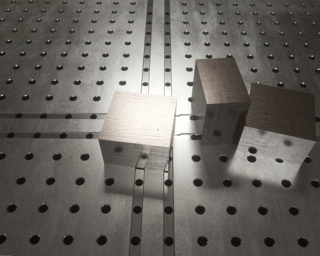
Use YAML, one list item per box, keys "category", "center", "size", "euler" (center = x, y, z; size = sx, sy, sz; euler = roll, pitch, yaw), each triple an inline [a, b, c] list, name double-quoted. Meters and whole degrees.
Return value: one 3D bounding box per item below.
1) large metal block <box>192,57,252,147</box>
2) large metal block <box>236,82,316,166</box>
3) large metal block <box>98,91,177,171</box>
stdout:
- category: "large metal block"
  center: [0.074, -0.033, 0.401]
  size: [0.050, 0.080, 0.080]
  euler: [-4, 50, -3]
- category: "large metal block"
  center: [0.149, -0.007, 0.399]
  size: [0.080, 0.050, 0.080]
  euler: [13, 51, 10]
- category: "large metal block"
  center: [-0.024, 0.002, 0.389]
  size: [0.080, 0.050, 0.080]
  euler: [7, 50, 5]
